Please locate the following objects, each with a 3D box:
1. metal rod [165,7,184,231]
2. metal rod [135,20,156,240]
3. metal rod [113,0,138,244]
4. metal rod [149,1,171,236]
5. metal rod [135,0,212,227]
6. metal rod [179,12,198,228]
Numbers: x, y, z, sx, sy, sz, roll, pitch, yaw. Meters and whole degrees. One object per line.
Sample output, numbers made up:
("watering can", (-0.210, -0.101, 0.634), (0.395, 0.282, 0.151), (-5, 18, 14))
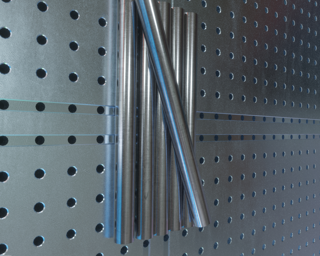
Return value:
("metal rod", (0.019, -0.012, 0.425), (0.025, 0.025, 0.298), (1, 89, -40))
("metal rod", (-0.018, -0.013, 0.391), (0.025, 0.025, 0.298), (1, 89, -40))
("metal rod", (-0.041, -0.015, 0.372), (0.025, 0.025, 0.298), (1, 89, -40))
("metal rod", (0.000, -0.013, 0.407), (0.025, 0.025, 0.298), (1, 89, -40))
("metal rod", (0.020, -0.012, 0.392), (0.025, 0.025, 0.298), (-25, 106, -37))
("metal rod", (0.039, -0.012, 0.441), (0.025, 0.025, 0.298), (2, 89, -40))
